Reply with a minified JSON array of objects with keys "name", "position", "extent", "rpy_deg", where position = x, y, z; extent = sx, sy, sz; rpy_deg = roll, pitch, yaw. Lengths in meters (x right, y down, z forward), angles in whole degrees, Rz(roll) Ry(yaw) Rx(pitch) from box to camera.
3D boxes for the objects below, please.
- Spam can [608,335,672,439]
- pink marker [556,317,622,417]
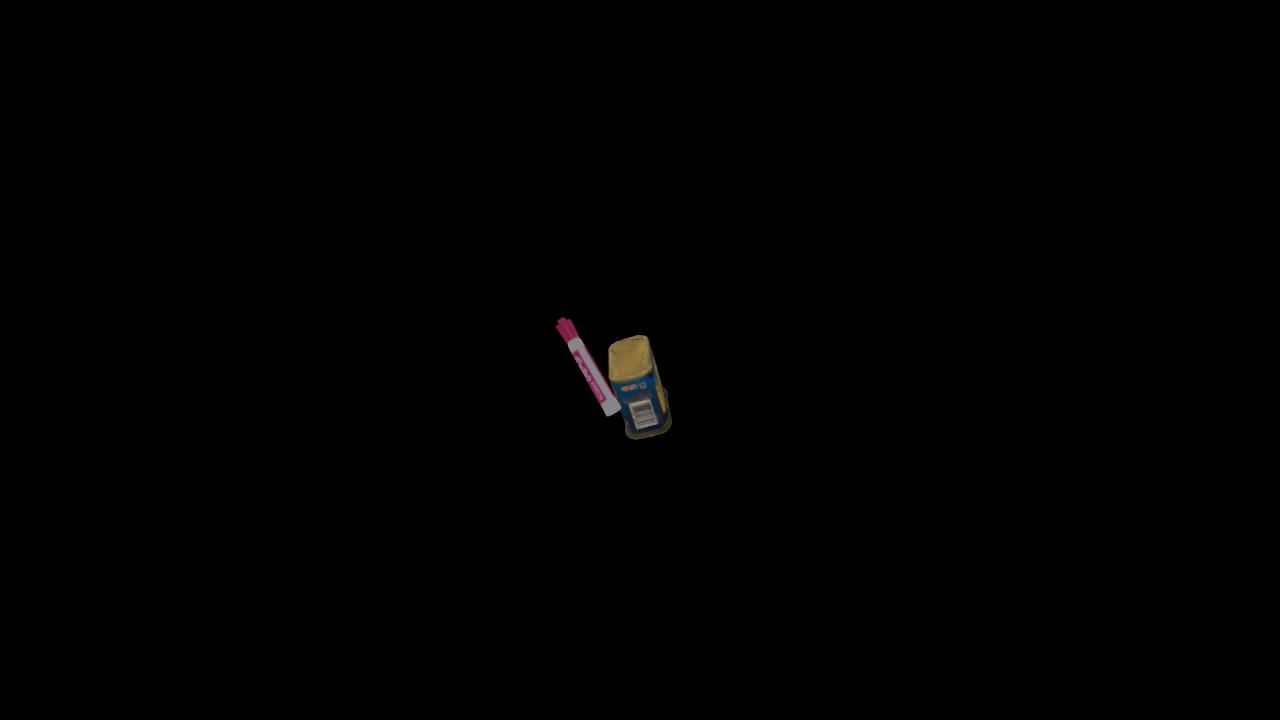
[{"name":"Spam can","position":[-0.002,0.030,0.742],"extent":[0.058,0.085,0.101],"rpy_deg":[-15,30,4]},{"name":"pink marker","position":[-0.058,0.006,0.674],"extent":[0.020,0.121,0.020],"rpy_deg":[-29,-10,-6]}]
